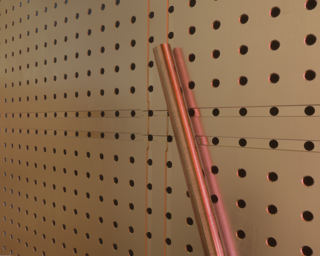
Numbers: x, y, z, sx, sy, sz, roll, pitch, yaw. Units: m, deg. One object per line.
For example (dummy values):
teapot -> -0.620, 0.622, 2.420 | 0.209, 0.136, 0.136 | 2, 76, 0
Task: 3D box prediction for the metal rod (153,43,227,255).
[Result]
metal rod -> 0.037, 0.037, 0.379 | 0.025, 0.025, 0.299 | -23, 76, 38
